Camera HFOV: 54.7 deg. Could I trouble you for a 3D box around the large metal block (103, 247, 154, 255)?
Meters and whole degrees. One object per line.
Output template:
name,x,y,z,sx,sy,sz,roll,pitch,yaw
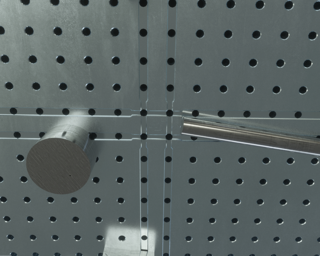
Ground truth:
large metal block,-0.054,0.242,0.489,0.081,0.050,0.079,7,110,-3

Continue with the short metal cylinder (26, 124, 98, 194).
short metal cylinder,-0.128,0.041,0.414,0.081,0.050,0.079,0,110,0

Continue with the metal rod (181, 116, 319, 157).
metal rod,0.178,0.020,0.422,0.302,0.025,0.025,9,110,-4
